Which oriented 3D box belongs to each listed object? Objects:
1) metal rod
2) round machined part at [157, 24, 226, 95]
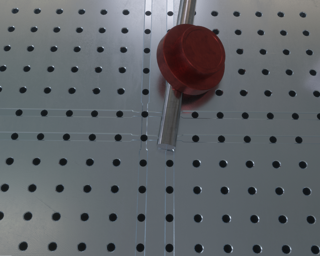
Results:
[{"bbox_3d":[0.030,-0.114,0.453,0.025,0.025,0.299,8,70,3],"label":"metal rod"},{"bbox_3d":[0.049,-0.097,0.418,0.099,0.042,0.098,8,73,-25],"label":"round machined part"}]
